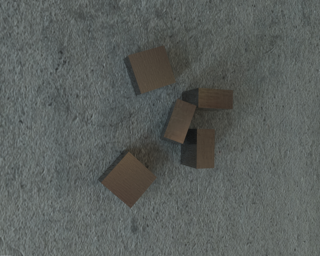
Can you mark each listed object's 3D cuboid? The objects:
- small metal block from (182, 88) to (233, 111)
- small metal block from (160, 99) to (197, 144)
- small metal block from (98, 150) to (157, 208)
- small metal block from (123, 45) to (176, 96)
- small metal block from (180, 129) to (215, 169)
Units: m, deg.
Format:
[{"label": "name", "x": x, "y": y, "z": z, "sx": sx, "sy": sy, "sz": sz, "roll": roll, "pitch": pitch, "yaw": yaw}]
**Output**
[{"label": "small metal block", "x": 0.063, "y": -0.038, "z": 0.419, "sx": 0.050, "sy": 0.050, "sz": 0.025, "roll": 1, "pitch": 90, "yaw": -20}, {"label": "small metal block", "x": 0.022, "y": -0.006, "z": 0.401, "sx": 0.025, "sy": 0.050, "sz": 0.050, "roll": 21, "pitch": 83, "yaw": -4}, {"label": "small metal block", "x": -0.041, "y": 0.064, "z": 0.394, "sx": 0.050, "sy": 0.025, "sz": 0.050, "roll": 45, "pitch": 76, "yaw": -15}, {"label": "small metal block", "x": -0.013, "y": -0.075, "z": 0.404, "sx": 0.050, "sy": 0.025, "sz": 0.050, "roll": -21, "pitch": 97, "yaw": -19}, {"label": "small metal block", "x": 0.049, "y": 0.026, "z": 0.414, "sx": 0.025, "sy": 0.050, "sz": 0.050, "roll": 1, "pitch": 90, "yaw": -20}]
